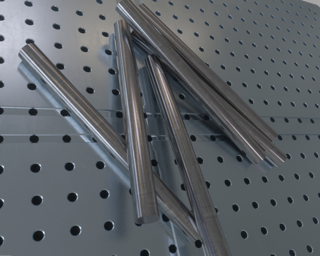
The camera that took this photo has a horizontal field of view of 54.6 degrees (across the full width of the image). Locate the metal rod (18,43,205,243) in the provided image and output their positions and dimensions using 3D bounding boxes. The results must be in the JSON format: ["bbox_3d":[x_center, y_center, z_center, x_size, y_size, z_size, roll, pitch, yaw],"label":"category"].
[{"bbox_3d":[-0.059,0.014,0.367,0.300,0.025,0.025,47,51,4],"label":"metal rod"}]

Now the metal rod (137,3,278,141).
[{"bbox_3d":[0.072,-0.088,0.499,0.300,0.025,0.025,45,51,3],"label":"metal rod"}]

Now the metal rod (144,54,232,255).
[{"bbox_3d":[0.027,0.022,0.388,0.025,0.025,0.299,1,55,-28],"label":"metal rod"}]

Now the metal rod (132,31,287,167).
[{"bbox_3d":[0.074,-0.049,0.476,0.300,0.025,0.025,42,51,0],"label":"metal rod"}]

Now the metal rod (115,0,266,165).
[{"bbox_3d":[0.047,-0.065,0.449,0.300,0.025,0.025,48,51,-4],"label":"metal rod"}]

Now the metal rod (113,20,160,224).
[{"bbox_3d":[-0.035,-0.032,0.385,0.025,0.025,0.300,7,51,-24],"label":"metal rod"}]
